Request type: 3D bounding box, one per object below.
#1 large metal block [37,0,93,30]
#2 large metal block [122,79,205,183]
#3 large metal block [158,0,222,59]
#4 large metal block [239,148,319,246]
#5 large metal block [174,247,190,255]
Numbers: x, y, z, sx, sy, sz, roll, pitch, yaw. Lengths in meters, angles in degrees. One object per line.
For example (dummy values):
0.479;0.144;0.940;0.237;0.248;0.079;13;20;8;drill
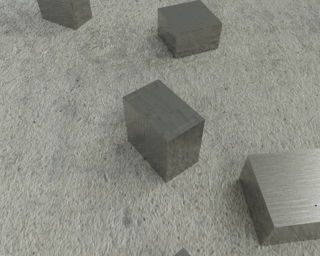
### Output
-0.177;-0.237;0.565;0.080;0.080;0.050;23;54;18;large metal block
0.003;0.004;0.364;0.050;0.080;0.080;-31;57;-23;large metal block
0.048;-0.170;0.530;0.081;0.050;0.080;-17;52;-14;large metal block
0.139;0.072;0.328;0.081;0.050;0.080;-5;50;-5;large metal block
0.014;0.162;0.251;0.081;0.050;0.080;-31;57;-24;large metal block
